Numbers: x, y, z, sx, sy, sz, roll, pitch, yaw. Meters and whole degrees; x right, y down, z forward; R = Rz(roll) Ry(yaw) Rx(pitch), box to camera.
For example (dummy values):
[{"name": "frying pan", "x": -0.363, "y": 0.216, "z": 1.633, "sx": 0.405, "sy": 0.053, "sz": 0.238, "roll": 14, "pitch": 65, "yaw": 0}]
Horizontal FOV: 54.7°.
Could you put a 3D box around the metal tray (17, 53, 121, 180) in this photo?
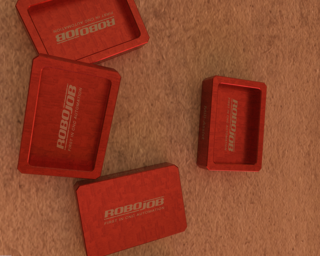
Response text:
[{"name": "metal tray", "x": -0.102, "y": -0.010, "z": 0.349, "sx": 0.091, "sy": 0.030, "sz": 0.129, "roll": 9, "pitch": 104, "yaw": -20}]

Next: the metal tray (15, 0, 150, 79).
[{"name": "metal tray", "x": -0.089, "y": -0.122, "z": 0.373, "sx": 0.131, "sy": 0.030, "sz": 0.090, "roll": -26, "pitch": 99, "yaw": -19}]

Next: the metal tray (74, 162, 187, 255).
[{"name": "metal tray", "x": -0.036, "y": 0.101, "z": 0.394, "sx": 0.131, "sy": 0.030, "sz": 0.089, "roll": -10, "pitch": 94, "yaw": -20}]

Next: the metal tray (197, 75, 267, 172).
[{"name": "metal tray", "x": 0.104, "y": -0.004, "z": 0.446, "sx": 0.091, "sy": 0.030, "sz": 0.129, "roll": 5, "pitch": 88, "yaw": -20}]
